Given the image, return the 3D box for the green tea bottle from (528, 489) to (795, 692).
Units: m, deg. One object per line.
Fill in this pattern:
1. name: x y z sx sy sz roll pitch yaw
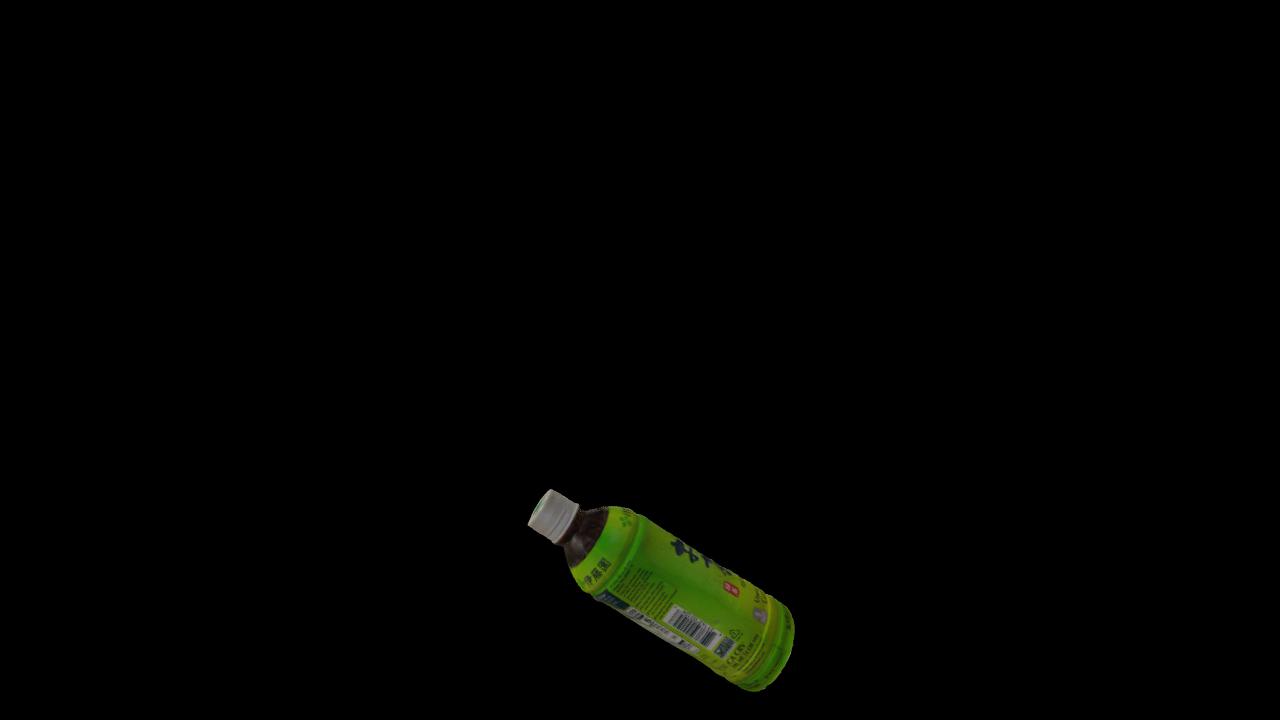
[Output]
1. green tea bottle: 0.014 0.164 0.456 0.212 0.073 0.073 35 -7 -10
